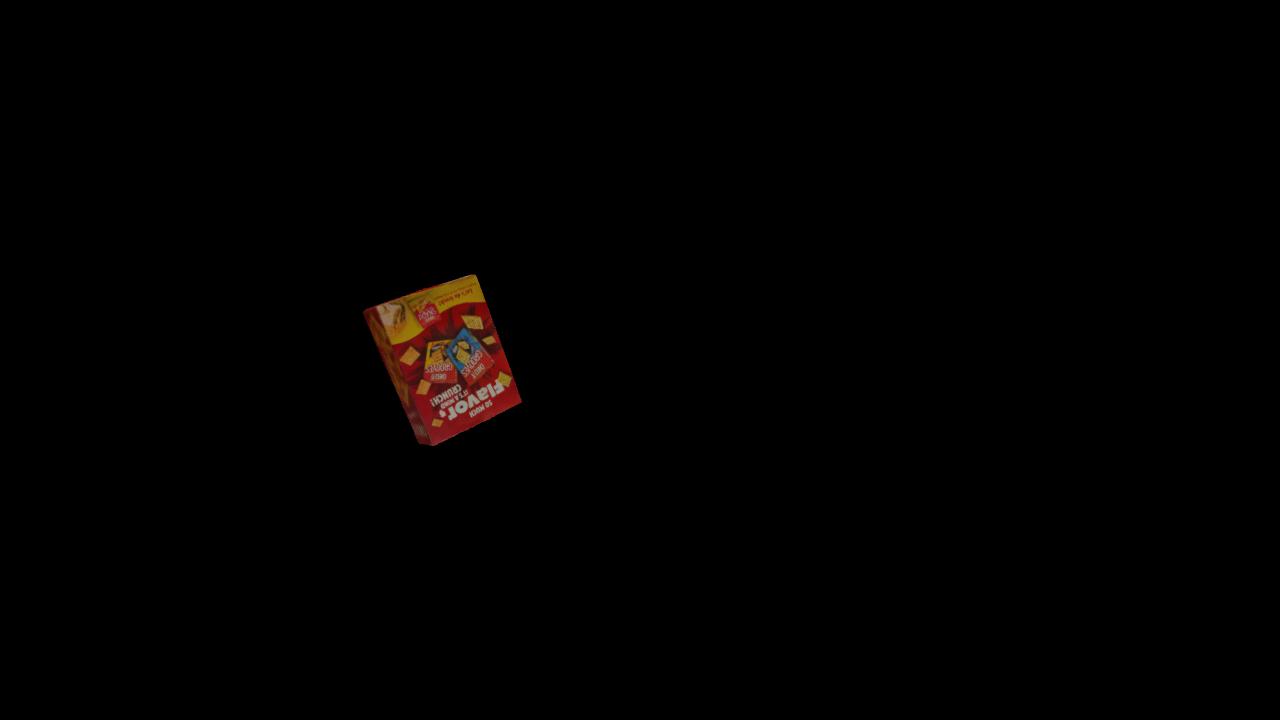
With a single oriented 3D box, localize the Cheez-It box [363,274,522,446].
[{"bbox_3d":[-0.299,-0.002,0.953,0.166,0.223,0.071,-28,15,-37],"label":"Cheez-It box"}]
